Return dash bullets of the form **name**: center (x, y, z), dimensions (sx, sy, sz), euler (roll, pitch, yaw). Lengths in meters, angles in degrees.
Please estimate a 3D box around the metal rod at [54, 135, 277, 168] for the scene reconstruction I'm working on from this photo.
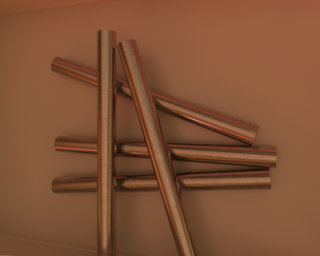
- **metal rod**: center (-0.007, 0.029, 0.410), dimensions (0.301, 0.025, 0.025), euler (2, 91, 19)

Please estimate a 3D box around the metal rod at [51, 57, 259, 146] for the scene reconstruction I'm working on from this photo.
- **metal rod**: center (-0.020, -0.042, 0.414), dimensions (0.301, 0.025, 0.025), euler (21, 97, 18)

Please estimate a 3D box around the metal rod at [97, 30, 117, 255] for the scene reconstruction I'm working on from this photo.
- **metal rod**: center (-0.070, 0.024, 0.405), dimensions (0.025, 0.025, 0.298), euler (0, 90, 19)

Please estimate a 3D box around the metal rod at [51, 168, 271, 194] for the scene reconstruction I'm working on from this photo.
- **metal rod**: center (-0.012, 0.073, 0.412), dimensions (0.301, 0.025, 0.025), euler (-5, 88, 19)

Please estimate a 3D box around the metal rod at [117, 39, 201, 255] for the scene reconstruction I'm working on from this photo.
- **metal rod**: center (0.000, 0.034, 0.381), dimensions (0.025, 0.025, 0.299), euler (-19, 84, 19)
